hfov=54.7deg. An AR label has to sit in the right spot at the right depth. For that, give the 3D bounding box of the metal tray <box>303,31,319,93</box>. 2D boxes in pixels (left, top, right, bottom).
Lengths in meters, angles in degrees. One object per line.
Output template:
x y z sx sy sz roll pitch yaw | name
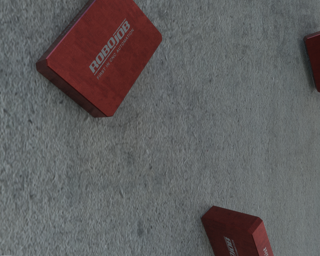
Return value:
0.377 -0.151 0.675 0.129 0.090 0.030 66 23 -19 | metal tray

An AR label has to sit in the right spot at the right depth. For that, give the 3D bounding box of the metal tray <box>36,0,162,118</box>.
-0.062 -0.087 0.349 0.090 0.030 0.130 44 64 -31 | metal tray

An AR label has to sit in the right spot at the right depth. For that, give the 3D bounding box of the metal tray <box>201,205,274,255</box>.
0.122 0.185 0.464 0.030 0.090 0.129 -34 111 -35 | metal tray
